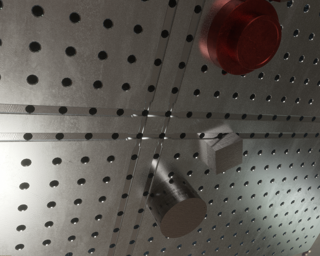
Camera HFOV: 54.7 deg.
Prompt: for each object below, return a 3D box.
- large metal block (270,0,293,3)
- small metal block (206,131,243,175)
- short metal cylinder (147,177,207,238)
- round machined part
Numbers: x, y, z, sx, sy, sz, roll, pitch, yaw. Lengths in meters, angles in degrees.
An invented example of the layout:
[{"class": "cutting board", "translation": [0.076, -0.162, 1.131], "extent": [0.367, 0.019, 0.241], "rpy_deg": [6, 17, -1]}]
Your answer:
[{"class": "large metal block", "translation": [0.160, -0.199, 0.362], "extent": [0.081, 0.050, 0.079], "rpy_deg": [-17, 126, -19]}, {"class": "small metal block", "translation": [0.104, 0.040, 0.495], "extent": [0.050, 0.025, 0.050], "rpy_deg": [-21, 127, -16]}, {"class": "short metal cylinder", "translation": [0.026, 0.126, 0.489], "extent": [0.081, 0.050, 0.079], "rpy_deg": [-14, 125, -21]}, {"class": "round machined part", "translation": [0.114, -0.113, 0.395], "extent": [0.099, 0.042, 0.097], "rpy_deg": [-14, 125, -21]}]
